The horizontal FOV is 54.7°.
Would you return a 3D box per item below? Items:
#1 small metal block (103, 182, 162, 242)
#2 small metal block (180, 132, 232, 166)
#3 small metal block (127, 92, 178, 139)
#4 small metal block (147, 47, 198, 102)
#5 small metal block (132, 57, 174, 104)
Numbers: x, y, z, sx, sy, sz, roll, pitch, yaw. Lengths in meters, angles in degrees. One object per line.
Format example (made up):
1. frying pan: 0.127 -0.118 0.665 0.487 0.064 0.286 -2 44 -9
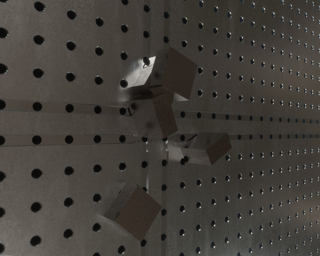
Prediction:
1. small metal block: -0.032 0.104 0.384 0.050 0.025 0.050 49 61 -29
2. small metal block: 0.067 0.029 0.452 0.050 0.050 0.025 -33 111 -35
3. small metal block: -0.010 -0.015 0.387 0.025 0.050 0.050 -28 108 -36
4. small metal block: 0.017 -0.067 0.393 0.050 0.025 0.050 24 75 -38
5. small metal block: -0.001 -0.059 0.410 0.050 0.025 0.050 42 64 -32
